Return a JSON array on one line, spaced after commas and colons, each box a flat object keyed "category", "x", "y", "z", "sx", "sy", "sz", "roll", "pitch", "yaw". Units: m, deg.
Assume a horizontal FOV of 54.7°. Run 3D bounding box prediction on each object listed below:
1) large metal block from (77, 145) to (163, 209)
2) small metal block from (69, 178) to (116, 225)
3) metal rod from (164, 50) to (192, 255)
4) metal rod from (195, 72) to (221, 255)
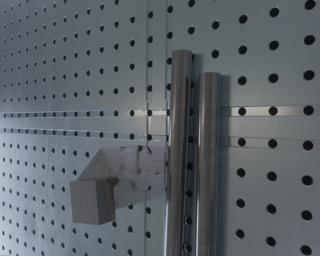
[{"category": "large metal block", "x": -0.057, "y": 0.069, "z": 0.420, "sx": 0.080, "sy": 0.081, "sz": 0.050, "roll": -50, "pitch": 61, "yaw": 28}, {"category": "small metal block", "x": -0.081, "y": 0.087, "z": 0.372, "sx": 0.050, "sy": 0.025, "sz": 0.050, "roll": -10, "pitch": 84, "yaw": 39}, {"category": "metal rod", "x": 0.022, "y": 0.054, "z": 0.391, "sx": 0.025, "sy": 0.025, "sz": 0.298, "roll": 4, "pitch": 92, "yaw": 40}, {"category": "metal rod", "x": 0.055, "y": 0.086, "z": 0.363, "sx": 0.025, "sy": 0.025, "sz": 0.298, "roll": 2, "pitch": 91, "yaw": 40}]
